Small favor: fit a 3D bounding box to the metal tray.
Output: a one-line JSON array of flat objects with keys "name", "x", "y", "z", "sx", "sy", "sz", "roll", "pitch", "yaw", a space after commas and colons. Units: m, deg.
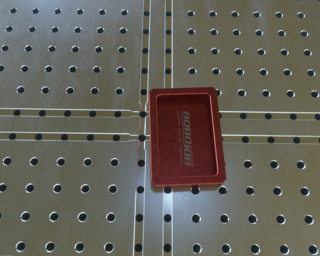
[{"name": "metal tray", "x": 0.033, "y": 0.012, "z": 0.405, "sx": 0.091, "sy": 0.030, "sz": 0.130, "roll": -2, "pitch": 70, "yaw": -1}]
